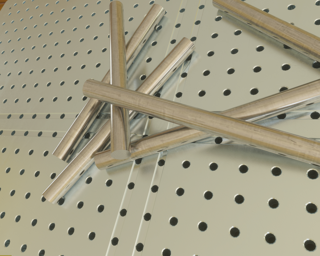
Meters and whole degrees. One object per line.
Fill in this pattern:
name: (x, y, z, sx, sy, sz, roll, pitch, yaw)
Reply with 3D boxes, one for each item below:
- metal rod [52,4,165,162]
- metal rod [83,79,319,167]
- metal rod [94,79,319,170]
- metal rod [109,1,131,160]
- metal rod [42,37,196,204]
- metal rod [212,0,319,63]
metal rod: (-0.076, -0.080, 0.498, 0.025, 0.025, 0.300, 20, 72, 35)
metal rod: (0.037, -0.012, 0.359, 0.300, 0.025, 0.025, 17, 71, 22)
metal rod: (0.053, 0.000, 0.380, 0.300, 0.025, 0.025, -19, 55, 17)
metal rod: (-0.062, -0.091, 0.464, 0.025, 0.025, 0.300, -19, 54, 17)
metal rod: (-0.055, -0.014, 0.446, 0.300, 0.025, 0.025, -49, 51, -6)
metal rod: (0.169, -0.113, 0.389, 0.025, 0.025, 0.300, -42, 51, 0)
